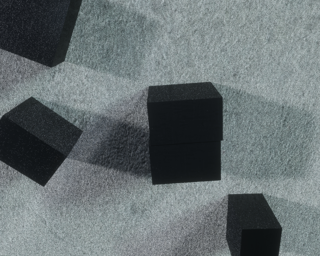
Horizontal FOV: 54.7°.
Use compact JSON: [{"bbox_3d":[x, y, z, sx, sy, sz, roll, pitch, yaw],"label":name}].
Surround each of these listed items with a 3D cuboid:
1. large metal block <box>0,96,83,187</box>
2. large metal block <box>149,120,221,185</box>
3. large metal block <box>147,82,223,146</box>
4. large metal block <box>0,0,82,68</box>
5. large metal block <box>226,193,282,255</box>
[{"bbox_3d":[-0.152,0.014,0.383,0.080,0.080,0.050,36,106,-13],"label":"large metal block"},{"bbox_3d":[0.029,0.027,0.391,0.081,0.080,0.050,-4,110,1],"label":"large metal block"},{"bbox_3d":[0.028,-0.020,0.373,0.081,0.080,0.050,-4,110,1],"label":"large metal block"},{"bbox_3d":[-0.143,-0.124,0.349,0.080,0.050,0.079,20,109,-8],"label":"large metal block"},{"bbox_3d":[0.128,0.149,0.437,0.050,0.080,0.079,-1,110,0],"label":"large metal block"}]
